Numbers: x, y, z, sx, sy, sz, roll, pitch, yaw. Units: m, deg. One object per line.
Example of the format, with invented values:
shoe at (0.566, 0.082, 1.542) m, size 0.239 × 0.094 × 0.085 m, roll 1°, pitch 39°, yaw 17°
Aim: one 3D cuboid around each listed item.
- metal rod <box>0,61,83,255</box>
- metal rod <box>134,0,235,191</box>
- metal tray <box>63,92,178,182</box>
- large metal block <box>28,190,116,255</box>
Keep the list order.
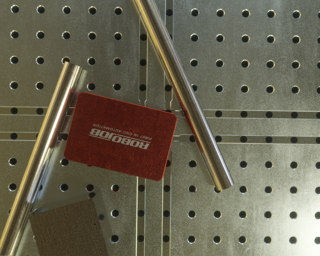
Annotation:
metal rod at (-0.165, 0.057, 0.411) m, size 0.025 × 0.025 × 0.299 m, roll 20°, pitch 90°, yaw -1°
metal rod at (0.028, -0.059, 0.413) m, size 0.025 × 0.025 × 0.299 m, roll -24°, pitch 90°, yaw 0°
metal tray at (-0.051, 0.011, 0.410) m, size 0.131 × 0.030 × 0.089 m, roll 14°, pitch 90°, yaw -1°
large metal block at (-0.110, 0.134, 0.400) m, size 0.080 × 0.050 × 0.080 m, roll -16°, pitch 90°, yaw -1°
